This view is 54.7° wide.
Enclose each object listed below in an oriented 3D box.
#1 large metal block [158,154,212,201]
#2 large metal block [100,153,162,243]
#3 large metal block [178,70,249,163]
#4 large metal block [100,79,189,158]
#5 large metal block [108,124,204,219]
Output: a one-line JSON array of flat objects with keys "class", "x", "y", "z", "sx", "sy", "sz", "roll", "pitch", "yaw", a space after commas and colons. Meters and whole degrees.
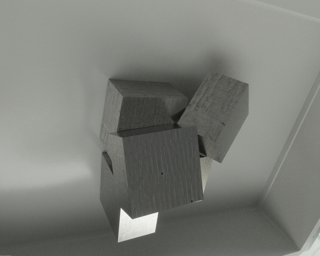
[{"class": "large metal block", "x": 0.020, "y": 0.064, "z": 0.440, "sx": 0.081, "sy": 0.050, "sz": 0.079, "roll": -5, "pitch": 121, "yaw": -26}, {"class": "large metal block", "x": -0.041, "y": 0.084, "z": 0.402, "sx": 0.050, "sy": 0.080, "sz": 0.079, "roll": -7, "pitch": 122, "yaw": -26}, {"class": "large metal block", "x": 0.070, "y": -0.012, "z": 0.391, "sx": 0.080, "sy": 0.050, "sz": 0.080, "roll": -58, "pitch": 155, "yaw": -13}, {"class": "large metal block", "x": -0.022, "y": -0.010, "z": 0.374, "sx": 0.081, "sy": 0.050, "sz": 0.079, "roll": -1, "pitch": 119, "yaw": -28}, {"class": "large metal block", "x": -0.005, "y": 0.041, "z": 0.330, "sx": 0.081, "sy": 0.050, "sz": 0.079, "roll": -9, "pitch": 97, "yaw": -24}]
